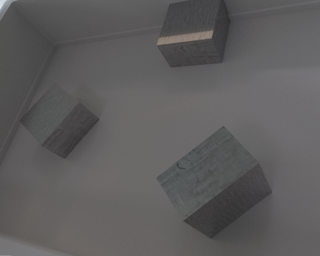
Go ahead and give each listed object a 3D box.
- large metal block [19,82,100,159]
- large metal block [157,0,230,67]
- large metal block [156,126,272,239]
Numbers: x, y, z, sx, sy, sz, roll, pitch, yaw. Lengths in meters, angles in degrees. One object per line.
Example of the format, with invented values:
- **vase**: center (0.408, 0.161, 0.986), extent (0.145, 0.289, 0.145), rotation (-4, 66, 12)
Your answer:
- **large metal block**: center (-0.156, -0.012, 0.479), extent (0.080, 0.050, 0.080), rotation (34, 81, 38)
- **large metal block**: center (0.051, -0.138, 0.448), extent (0.080, 0.050, 0.080), rotation (1, 62, 28)
- **large metal block**: center (0.056, 0.057, 0.306), extent (0.080, 0.080, 0.050), rotation (-38, 51, 2)
